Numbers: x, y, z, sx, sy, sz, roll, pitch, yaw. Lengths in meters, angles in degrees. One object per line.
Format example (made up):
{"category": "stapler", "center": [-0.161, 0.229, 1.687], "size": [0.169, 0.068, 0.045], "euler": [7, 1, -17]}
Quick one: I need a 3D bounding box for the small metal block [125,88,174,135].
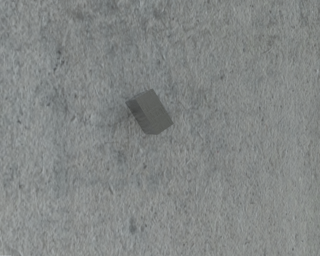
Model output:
{"category": "small metal block", "center": [-0.014, -0.020, 0.391], "size": [0.025, 0.050, 0.050], "euler": [-35, 102, -17]}
